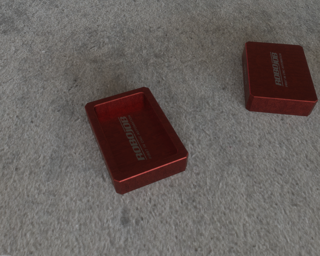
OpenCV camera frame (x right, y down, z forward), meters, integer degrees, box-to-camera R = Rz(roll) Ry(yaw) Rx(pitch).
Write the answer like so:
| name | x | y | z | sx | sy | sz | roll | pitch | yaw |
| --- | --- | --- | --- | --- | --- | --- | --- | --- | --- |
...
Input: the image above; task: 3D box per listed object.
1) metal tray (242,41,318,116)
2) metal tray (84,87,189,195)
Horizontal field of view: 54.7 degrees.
| name | x | y | z | sx | sy | sz | roll | pitch | yaw |
| --- | --- | --- | --- | --- | --- | --- | --- | --- | --- |
| metal tray | 0.175 | -0.078 | 0.468 | 0.091 | 0.030 | 0.130 | 6 | 50 | 4 |
| metal tray | -0.033 | 0.009 | 0.391 | 0.091 | 0.030 | 0.130 | -18 | 53 | -15 |
